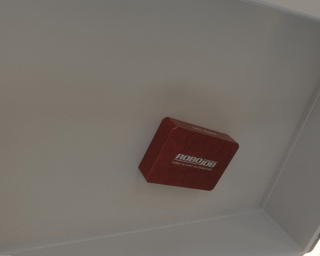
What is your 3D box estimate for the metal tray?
[{"bbox_3d":[0.045,0.042,0.455,0.131,0.030,0.090,15,111,-34],"label":"metal tray"}]
